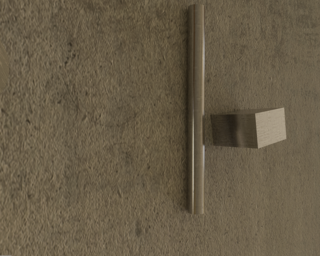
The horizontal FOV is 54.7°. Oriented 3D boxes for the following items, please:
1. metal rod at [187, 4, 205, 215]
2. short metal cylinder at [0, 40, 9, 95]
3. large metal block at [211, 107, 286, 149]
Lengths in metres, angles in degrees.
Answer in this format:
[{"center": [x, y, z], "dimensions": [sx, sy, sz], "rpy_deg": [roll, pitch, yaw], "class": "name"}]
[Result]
[{"center": [0.053, -0.027, 0.451], "dimensions": [0.025, 0.025, 0.298], "rpy_deg": [0, 90, -40], "class": "metal rod"}, {"center": [-0.170, -0.049, 0.246], "dimensions": [0.081, 0.050, 0.079], "rpy_deg": [0, 90, -40], "class": "short metal cylinder"}, {"center": [0.140, -0.002, 0.489], "dimensions": [0.081, 0.080, 0.050], "rpy_deg": [-11, 97, -40], "class": "large metal block"}]
